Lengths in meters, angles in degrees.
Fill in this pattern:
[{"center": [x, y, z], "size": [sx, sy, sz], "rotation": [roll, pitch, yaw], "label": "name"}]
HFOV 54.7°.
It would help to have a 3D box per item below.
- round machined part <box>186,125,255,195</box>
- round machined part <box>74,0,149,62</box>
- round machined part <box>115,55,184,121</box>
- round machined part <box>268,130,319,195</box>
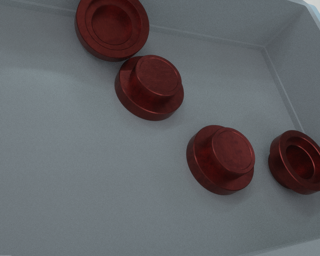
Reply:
[{"center": [0.089, 0.038, 0.422], "size": [0.099, 0.042, 0.098], "rotation": [14, 56, -21], "label": "round machined part"}, {"center": [-0.068, -0.139, 0.429], "size": [0.099, 0.042, 0.097], "rotation": [1, 86, -22], "label": "round machined part"}, {"center": [-0.009, -0.062, 0.429], "size": [0.099, 0.042, 0.098], "rotation": [14, 56, -21], "label": "round machined part"}, {"center": [0.207, 0.056, 0.475], "size": [0.099, 0.042, 0.098], "rotation": [14, 56, -21], "label": "round machined part"}]
